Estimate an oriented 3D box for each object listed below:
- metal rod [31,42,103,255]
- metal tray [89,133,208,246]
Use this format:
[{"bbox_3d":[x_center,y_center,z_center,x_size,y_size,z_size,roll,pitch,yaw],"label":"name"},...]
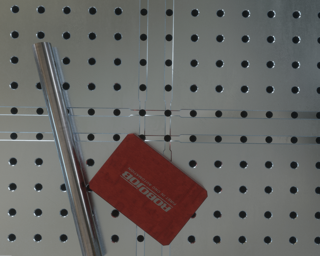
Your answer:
[{"bbox_3d":[-0.122,0.035,0.411,0.025,0.025,0.298,-14,90,0],"label":"metal rod"},{"bbox_3d":[-0.015,0.079,0.411,0.130,0.030,0.090,38,90,-1],"label":"metal tray"}]
